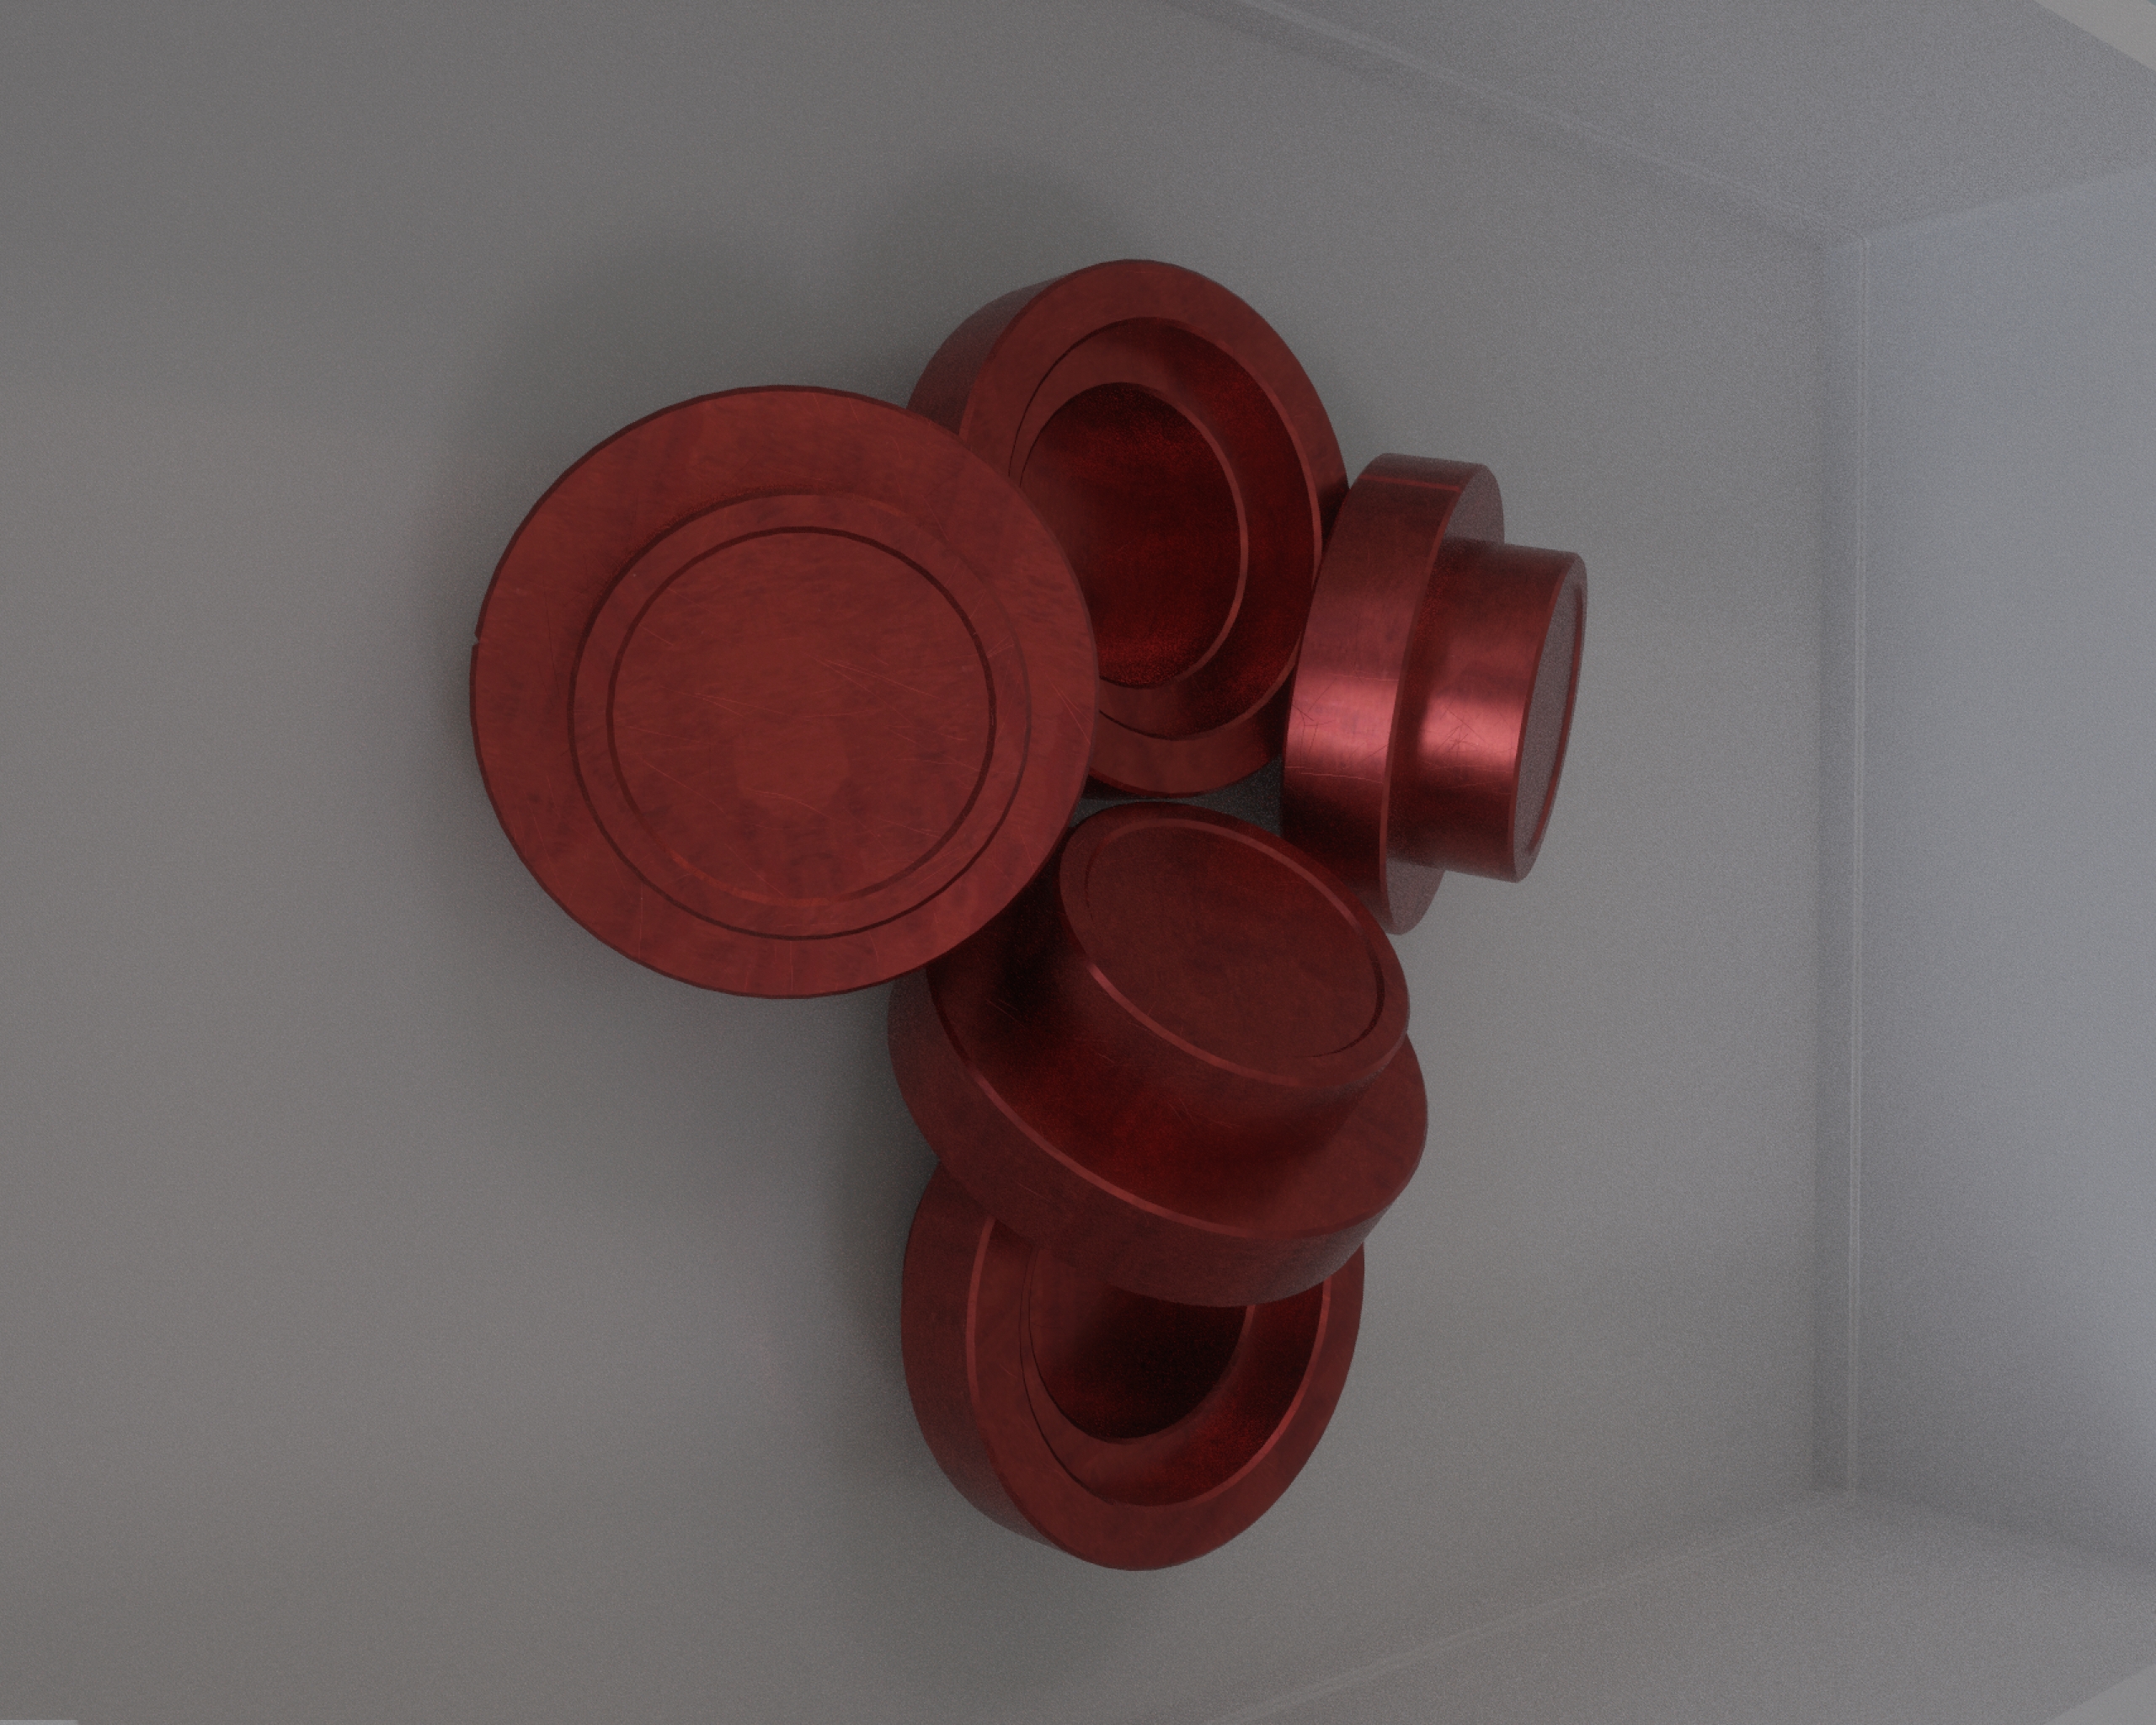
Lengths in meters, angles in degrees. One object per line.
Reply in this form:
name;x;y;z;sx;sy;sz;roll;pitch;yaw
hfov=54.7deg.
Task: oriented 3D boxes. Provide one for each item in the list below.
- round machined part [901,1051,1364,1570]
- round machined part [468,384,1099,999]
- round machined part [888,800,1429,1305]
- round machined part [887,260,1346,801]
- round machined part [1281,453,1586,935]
round machined part;0.006;0.080;0.398;0.099;0.042;0.097;0;90;-40
round machined part;-0.045;-0.025;0.328;0.099;0.042;0.097;-3;102;-12
round machined part;0.020;0.027;0.372;0.099;0.098;0.042;-9;140;-40
round machined part;0.004;-0.060;0.395;0.099;0.042;0.097;0;90;-40
round machined part;0.077;-0.033;0.428;0.098;0.042;0.097;10;91;-71
